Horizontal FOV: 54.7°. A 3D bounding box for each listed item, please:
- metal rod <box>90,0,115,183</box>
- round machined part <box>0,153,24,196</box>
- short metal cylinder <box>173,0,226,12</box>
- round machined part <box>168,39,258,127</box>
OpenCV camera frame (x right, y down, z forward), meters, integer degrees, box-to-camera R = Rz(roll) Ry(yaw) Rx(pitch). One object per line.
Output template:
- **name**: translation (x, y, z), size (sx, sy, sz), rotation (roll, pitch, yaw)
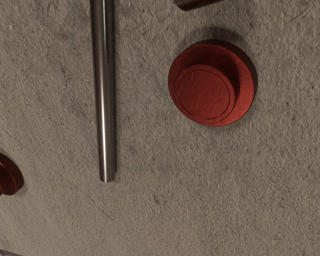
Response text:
- **metal rod**: translation (-0.075, -0.045, 0.416), size (0.025, 0.025, 0.298), rotation (17, 125, 18)
- **round machined part**: translation (-0.331, 0.099, 0.628), size (0.098, 0.042, 0.097), rotation (13, 124, 20)
- **short metal cylinder**: translation (0.037, -0.146, 0.261), size (0.050, 0.080, 0.080), rotation (-6, 116, 31)
- **round machined part**: translation (0.053, -0.044, 0.340), size (0.098, 0.042, 0.097), rotation (13, 124, 20)
